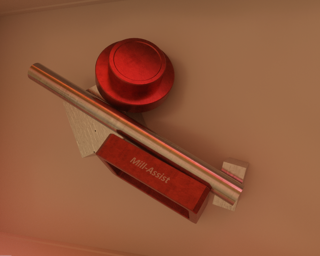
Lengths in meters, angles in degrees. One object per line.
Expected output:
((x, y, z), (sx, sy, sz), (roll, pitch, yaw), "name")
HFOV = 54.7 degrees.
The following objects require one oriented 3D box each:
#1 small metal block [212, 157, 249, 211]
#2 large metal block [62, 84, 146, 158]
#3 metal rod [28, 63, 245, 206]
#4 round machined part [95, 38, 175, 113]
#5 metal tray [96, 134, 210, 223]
((0.085, 0.064, 0.365), (0.025, 0.050, 0.050), (15, 95, 19), "small metal block")
((-0.072, -0.013, 0.420), (0.080, 0.050, 0.080), (-24, 82, 18), "large metal block")
((-0.041, -0.002, 0.368), (0.301, 0.025, 0.025), (31, 100, 17), "metal rod")
((-0.030, -0.071, 0.382), (0.099, 0.042, 0.098), (5, 65, -10), "round machined part")
((-0.006, 0.063, 0.372), (0.130, 0.090, 0.030), (28, 72, 17), "metal tray")
